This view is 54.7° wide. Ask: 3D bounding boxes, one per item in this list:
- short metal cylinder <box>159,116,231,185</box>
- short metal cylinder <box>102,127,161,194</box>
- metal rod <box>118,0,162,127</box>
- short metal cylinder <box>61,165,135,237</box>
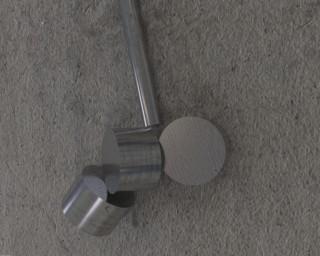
[{"bbox_3d":[0.044,0.026,0.380,0.080,0.050,0.079,0,90,20],"label":"short metal cylinder"},{"bbox_3d":[-0.038,0.039,0.387,0.050,0.080,0.079,-1,90,-25],"label":"short metal cylinder"},{"bbox_3d":[-0.039,-0.149,0.422,0.025,0.025,0.298,-13,86,19],"label":"metal rod"},{"bbox_3d":[-0.080,0.094,0.407,0.080,0.080,0.050,40,104,15],"label":"short metal cylinder"}]
